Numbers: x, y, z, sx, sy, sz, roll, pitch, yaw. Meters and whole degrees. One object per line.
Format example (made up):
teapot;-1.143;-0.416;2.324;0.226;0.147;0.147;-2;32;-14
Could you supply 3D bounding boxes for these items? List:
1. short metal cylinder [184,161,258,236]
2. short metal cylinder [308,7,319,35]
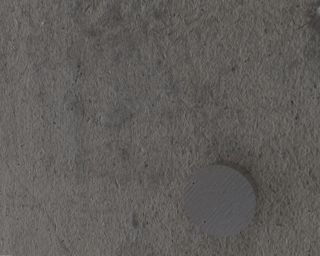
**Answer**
short metal cylinder;0.074;0.081;0.369;0.080;0.050;0.080;0;90;20
short metal cylinder;0.199;-0.121;0.309;0.050;0.080;0.080;45;104;14
